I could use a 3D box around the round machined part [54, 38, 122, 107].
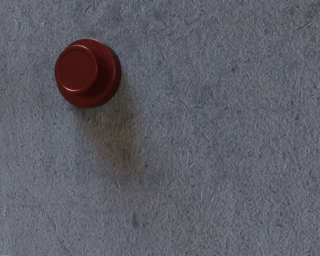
[{"bbox_3d":[-0.108,-0.078,0.438,0.098,0.042,0.097,0,90,20],"label":"round machined part"}]
